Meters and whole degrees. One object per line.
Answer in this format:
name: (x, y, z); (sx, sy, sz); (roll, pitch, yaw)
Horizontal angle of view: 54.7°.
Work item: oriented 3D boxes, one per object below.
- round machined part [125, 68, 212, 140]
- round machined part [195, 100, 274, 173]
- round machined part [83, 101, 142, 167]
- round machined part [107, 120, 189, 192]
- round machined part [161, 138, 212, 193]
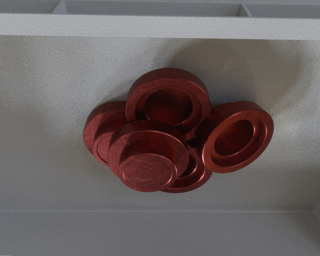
round machined part: (0.010, -0.030, 0.371); (0.099, 0.042, 0.097); (-1, 130, 0)
round machined part: (0.088, 0.007, 0.389); (0.099, 0.042, 0.097); (-13, 129, -16)
round machined part: (-0.051, 0.016, 0.407); (0.099, 0.042, 0.097); (-1, 130, 0)
round machined part: (-0.014, 0.040, 0.373); (0.099, 0.042, 0.097); (-1, 130, 0)
round machined part: (0.022, 0.045, 0.434); (0.099, 0.042, 0.097); (-1, 130, 0)
